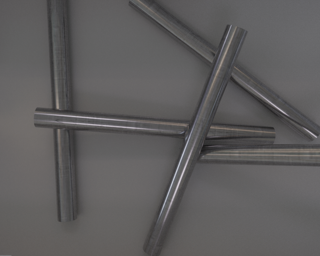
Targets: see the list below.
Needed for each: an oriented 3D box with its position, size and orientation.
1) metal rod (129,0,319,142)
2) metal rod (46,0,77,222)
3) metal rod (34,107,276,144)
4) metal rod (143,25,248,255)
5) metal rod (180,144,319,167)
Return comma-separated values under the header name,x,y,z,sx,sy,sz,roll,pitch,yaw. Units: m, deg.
name,x,y,z,sx,sy,sz,roll,pitch,yaw
metal rod,0.086,-0.082,0.411,0.301,0.025,0.025,37,90,0
metal rod,-0.130,-0.028,0.410,0.025,0.025,0.298,-3,90,0
metal rod,-0.002,-0.001,0.397,0.302,0.025,0.025,5,90,-6
metal rod,0.038,0.025,0.380,0.025,0.025,0.298,20,102,0
metal rod,0.165,0.031,0.348,0.300,0.025,0.025,-2,90,26
